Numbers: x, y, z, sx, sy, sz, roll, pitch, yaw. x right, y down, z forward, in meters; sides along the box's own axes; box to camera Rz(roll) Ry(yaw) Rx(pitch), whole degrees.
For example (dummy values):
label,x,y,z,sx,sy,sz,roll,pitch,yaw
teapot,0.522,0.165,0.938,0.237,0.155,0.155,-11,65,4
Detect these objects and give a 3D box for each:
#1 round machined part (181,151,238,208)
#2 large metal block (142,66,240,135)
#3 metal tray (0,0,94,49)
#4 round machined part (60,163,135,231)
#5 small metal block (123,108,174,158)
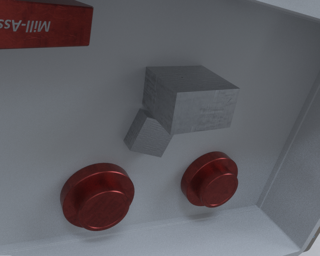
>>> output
label,x,y,z,sx,sy,sz,roll,pitch,yaw
round machined part,0.087,0.090,0.504,0.099,0.042,0.097,-14,125,-21
large metal block,0.033,-0.037,0.370,0.081,0.080,0.050,-7,122,-26
metal tray,-0.125,-0.083,0.215,0.131,0.090,0.030,-22,132,-50
round machined part,-0.080,0.099,0.417,0.099,0.042,0.097,-14,125,-21
small metal block,-0.012,0.007,0.408,0.050,0.025,0.050,16,110,-35
